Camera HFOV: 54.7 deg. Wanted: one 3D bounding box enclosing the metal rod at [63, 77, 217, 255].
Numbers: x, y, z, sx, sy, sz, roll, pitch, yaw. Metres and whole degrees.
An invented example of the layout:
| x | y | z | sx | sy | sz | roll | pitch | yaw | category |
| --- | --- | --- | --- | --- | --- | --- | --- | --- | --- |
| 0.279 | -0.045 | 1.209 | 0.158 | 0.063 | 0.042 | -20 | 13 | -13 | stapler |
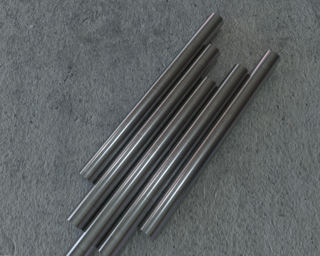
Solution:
| x | y | z | sx | sy | sz | roll | pitch | yaw | category |
| --- | --- | --- | --- | --- | --- | --- | --- | --- | --- |
| -0.019 | 0.050 | 0.391 | 0.025 | 0.025 | 0.300 | 35 | 73 | 11 | metal rod |

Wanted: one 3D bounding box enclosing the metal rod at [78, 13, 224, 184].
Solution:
| x | y | z | sx | sy | sz | roll | pitch | yaw | category |
| --- | --- | --- | --- | --- | --- | --- | --- | --- | --- |
| -0.003 | -0.051 | 0.428 | 0.025 | 0.025 | 0.300 | 35 | 73 | 11 | metal rod |

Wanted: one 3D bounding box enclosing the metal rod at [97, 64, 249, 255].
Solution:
| x | y | z | sx | sy | sz | roll | pitch | yaw | category |
| --- | --- | --- | --- | --- | --- | --- | --- | --- | --- |
| 0.026 | 0.032 | 0.398 | 0.025 | 0.025 | 0.300 | 35 | 73 | 11 | metal rod |

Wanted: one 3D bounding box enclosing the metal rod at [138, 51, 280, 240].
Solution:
| x | y | z | sx | sy | sz | roll | pitch | yaw | category |
| --- | --- | --- | --- | --- | --- | --- | --- | --- | --- |
| 0.073 | 0.011 | 0.406 | 0.025 | 0.025 | 0.300 | 35 | 73 | 11 | metal rod |

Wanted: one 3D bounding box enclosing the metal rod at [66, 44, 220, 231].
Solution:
| x | y | z | sx | sy | sz | roll | pitch | yaw | category |
| --- | --- | --- | --- | --- | --- | --- | --- | --- | --- |
| -0.012 | 0.001 | 0.409 | 0.025 | 0.025 | 0.300 | 35 | 73 | 11 | metal rod |
